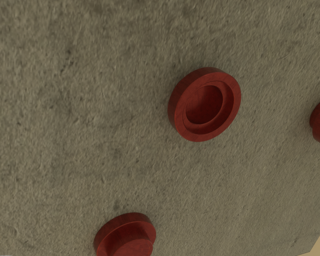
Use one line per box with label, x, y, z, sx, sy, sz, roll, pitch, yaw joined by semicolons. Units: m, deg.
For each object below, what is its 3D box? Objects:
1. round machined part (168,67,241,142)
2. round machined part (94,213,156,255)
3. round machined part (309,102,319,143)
round machined part;0.054;-0.034;0.406;0.099;0.042;0.097;-14;125;-21
round machined part;-0.050;0.184;0.484;0.099;0.042;0.097;-14;125;-21
round machined part;0.312;-0.018;0.559;0.099;0.042;0.097;-14;125;-21
